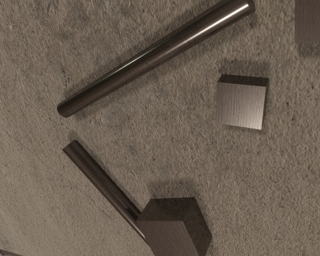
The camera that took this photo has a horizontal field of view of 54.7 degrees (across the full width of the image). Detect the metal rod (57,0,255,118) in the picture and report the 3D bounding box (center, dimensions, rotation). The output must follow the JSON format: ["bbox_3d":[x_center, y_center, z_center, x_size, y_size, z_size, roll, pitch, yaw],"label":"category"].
[{"bbox_3d":[-0.030,-0.073,0.375,0.299,0.025,0.025,-22,107,36],"label":"metal rod"}]

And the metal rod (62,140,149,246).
[{"bbox_3d":[-0.053,0.141,0.519,0.025,0.025,0.300,-34,100,38],"label":"metal rod"}]

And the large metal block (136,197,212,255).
[{"bbox_3d":[0.023,0.155,0.473,0.080,0.050,0.080,-11,113,32],"label":"large metal block"}]

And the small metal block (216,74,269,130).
[{"bbox_3d":[0.090,-0.029,0.341,0.050,0.025,0.050,9,123,22],"label":"small metal block"}]

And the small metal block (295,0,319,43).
[{"bbox_3d":[0.145,-0.103,0.267,0.050,0.025,0.050,3,120,26],"label":"small metal block"}]
